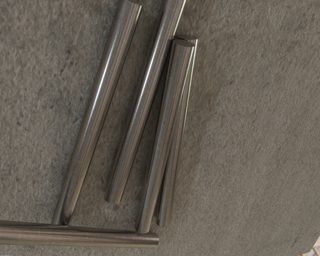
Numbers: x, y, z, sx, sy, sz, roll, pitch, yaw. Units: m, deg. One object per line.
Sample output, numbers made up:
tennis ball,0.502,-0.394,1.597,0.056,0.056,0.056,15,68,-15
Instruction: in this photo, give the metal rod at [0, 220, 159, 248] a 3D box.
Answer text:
metal rod,-0.104,0.144,0.410,0.301,0.025,0.025,26,105,-47

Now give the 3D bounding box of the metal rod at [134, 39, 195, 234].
metal rod,-0.001,0.032,0.414,0.025,0.025,0.298,-5,125,-26

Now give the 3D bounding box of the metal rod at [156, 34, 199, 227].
metal rod,0.019,0.023,0.433,0.025,0.025,0.298,-9,122,-24

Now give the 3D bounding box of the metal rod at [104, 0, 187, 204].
metal rod,-0.021,-0.032,0.376,0.025,0.025,0.298,5,116,-31

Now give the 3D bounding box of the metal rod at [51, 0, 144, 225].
metal rod,-0.081,0.002,0.364,0.025,0.025,0.298,9,114,-33
